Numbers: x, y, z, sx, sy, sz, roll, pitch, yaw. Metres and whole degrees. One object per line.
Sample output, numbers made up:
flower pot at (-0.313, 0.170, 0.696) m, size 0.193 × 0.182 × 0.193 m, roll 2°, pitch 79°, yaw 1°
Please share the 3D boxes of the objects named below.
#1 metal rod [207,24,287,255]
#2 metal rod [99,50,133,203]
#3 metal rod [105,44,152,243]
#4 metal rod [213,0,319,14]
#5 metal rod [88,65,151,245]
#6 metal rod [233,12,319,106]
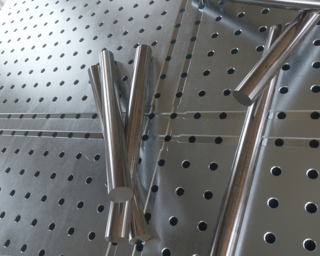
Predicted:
metal rod at (0.105, 0.005, 0.350) m, size 0.025 × 0.025 × 0.300 m, roll 8°, pitch 65°, yaw 31°
metal rod at (-0.066, -0.028, 0.421) m, size 0.025 × 0.025 × 0.300 m, roll -28°, pitch 40°, yaw 11°
metal rod at (-0.035, -0.004, 0.410) m, size 0.025 × 0.025 × 0.300 m, roll -12°, pitch 50°, yaw 22°
metal rod at (0.130, -0.176, 0.411) m, size 0.025 × 0.025 × 0.300 m, roll -46°, pitch 40°, yaw -4°
metal rod at (-0.066, 0.013, 0.435) m, size 0.025 × 0.025 × 0.300 m, roll -29°, pitch 52°, yaw 10°
metal rod at (0.187, -0.142, 0.378) m, size 0.025 × 0.025 × 0.300 m, roll 30°, pitch 72°, yaw 38°
